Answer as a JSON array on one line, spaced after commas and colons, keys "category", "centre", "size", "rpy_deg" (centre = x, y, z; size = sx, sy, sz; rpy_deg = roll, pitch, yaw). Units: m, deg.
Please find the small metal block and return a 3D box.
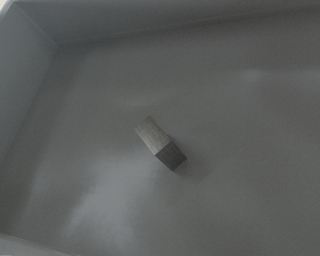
[{"category": "small metal block", "centre": [0.001, 0.019, 0.378], "size": [0.025, 0.050, 0.050], "rpy_deg": [-41, 51, 0]}]
